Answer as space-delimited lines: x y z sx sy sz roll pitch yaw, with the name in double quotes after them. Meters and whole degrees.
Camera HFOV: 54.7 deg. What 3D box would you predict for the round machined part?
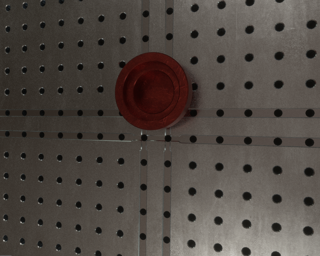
-0.005 -0.046 0.405 0.098 0.042 0.097 0 90 19 "round machined part"
